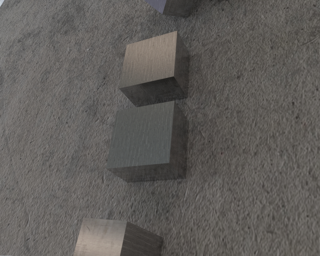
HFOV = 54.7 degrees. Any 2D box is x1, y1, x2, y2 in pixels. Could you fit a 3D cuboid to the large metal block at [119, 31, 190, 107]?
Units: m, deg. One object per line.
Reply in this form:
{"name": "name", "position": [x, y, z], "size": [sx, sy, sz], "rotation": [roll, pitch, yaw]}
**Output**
{"name": "large metal block", "position": [-0.005, -0.082, 0.441], "size": [0.080, 0.050, 0.080], "rotation": [-9, 58, 23]}

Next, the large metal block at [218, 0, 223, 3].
{"name": "large metal block", "position": [0.104, -0.260, 0.493], "size": [0.080, 0.050, 0.080], "rotation": [-33, 52, 7]}

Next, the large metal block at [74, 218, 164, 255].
{"name": "large metal block", "position": [-0.042, 0.140, 0.305], "size": [0.050, 0.080, 0.080], "rotation": [-4, 60, 26]}

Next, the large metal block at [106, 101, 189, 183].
{"name": "large metal block", "position": [-0.012, 0.019, 0.383], "size": [0.080, 0.050, 0.080], "rotation": [-8, 58, 24]}

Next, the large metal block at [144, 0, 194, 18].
{"name": "large metal block", "position": [0.017, -0.234, 0.496], "size": [0.080, 0.050, 0.079], "rotation": [52, 134, 39]}
